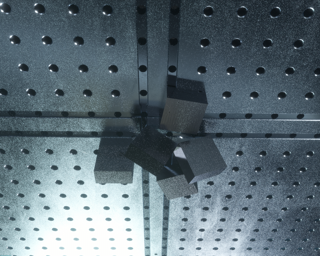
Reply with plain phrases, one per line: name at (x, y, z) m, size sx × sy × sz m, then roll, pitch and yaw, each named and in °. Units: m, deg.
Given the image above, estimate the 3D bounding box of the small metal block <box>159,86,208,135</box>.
small metal block at (0.028, -0.022, 0.393) m, size 0.050 × 0.025 × 0.050 m, roll 8°, pitch 130°, yaw -7°

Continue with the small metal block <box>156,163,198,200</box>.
small metal block at (0.027, 0.082, 0.482) m, size 0.050 × 0.025 × 0.050 m, roll -17°, pitch 128°, yaw 13°

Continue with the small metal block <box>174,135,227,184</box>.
small metal block at (0.054, 0.042, 0.417) m, size 0.050 × 0.050 × 0.025 m, roll -12°, pitch 152°, yaw -24°

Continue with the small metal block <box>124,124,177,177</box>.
small metal block at (-0.011, 0.029, 0.409) m, size 0.050 × 0.050 × 0.025 m, roll 33°, pitch 126°, yaw 4°

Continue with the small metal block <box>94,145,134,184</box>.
small metal block at (-0.063, 0.051, 0.438) m, size 0.050 × 0.050 × 0.025 m, roll 1°, pitch 130°, yaw -1°
